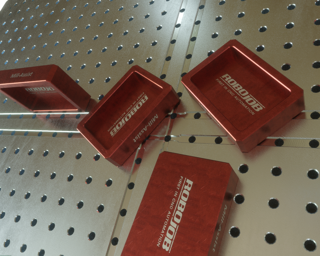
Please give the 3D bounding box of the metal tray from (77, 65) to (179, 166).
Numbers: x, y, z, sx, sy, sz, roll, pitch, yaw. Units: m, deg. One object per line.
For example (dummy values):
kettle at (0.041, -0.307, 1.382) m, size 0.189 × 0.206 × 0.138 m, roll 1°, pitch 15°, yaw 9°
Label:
metal tray at (-0.047, -0.021, 0.443) m, size 0.130 × 0.030 × 0.090 m, roll -48°, pitch 51°, yaw -6°

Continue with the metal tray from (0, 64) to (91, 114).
metal tray at (-0.191, -0.059, 0.504) m, size 0.130 × 0.090 × 0.030 m, roll 1°, pitch 62°, yaw 28°

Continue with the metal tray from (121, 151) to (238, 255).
metal tray at (0.023, 0.095, 0.336) m, size 0.090 × 0.030 × 0.130 m, roll 8°, pitch 66°, yaw 31°

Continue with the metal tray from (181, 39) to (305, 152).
metal tray at (0.097, -0.045, 0.382) m, size 0.090 × 0.030 × 0.130 m, roll -38°, pitch 51°, yaw 3°
